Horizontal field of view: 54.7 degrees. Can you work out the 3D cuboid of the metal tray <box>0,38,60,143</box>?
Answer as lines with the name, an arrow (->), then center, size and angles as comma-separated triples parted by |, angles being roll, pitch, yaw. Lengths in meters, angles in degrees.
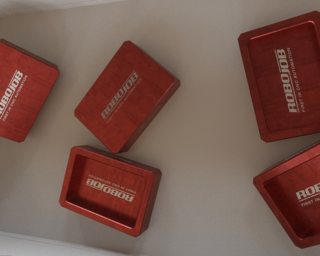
metal tray -> -0.219, -0.052, 0.455 | 0.129, 0.090, 0.030 | -58, 30, 11

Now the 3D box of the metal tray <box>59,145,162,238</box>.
metal tray -> -0.071, 0.084, 0.432 | 0.130, 0.030, 0.089 | 16, 95, 19

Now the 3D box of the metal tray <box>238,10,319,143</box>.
metal tray -> 0.149, -0.055, 0.354 | 0.090, 0.030, 0.129 | -13, 86, 19

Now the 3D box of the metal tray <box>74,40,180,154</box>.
metal tray -> -0.047, -0.040, 0.424 | 0.090, 0.030, 0.130 | 42, 103, 15

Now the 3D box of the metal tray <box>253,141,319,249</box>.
metal tray -> 0.170, 0.062, 0.313 | 0.090, 0.030, 0.129 | 58, 138, 12
